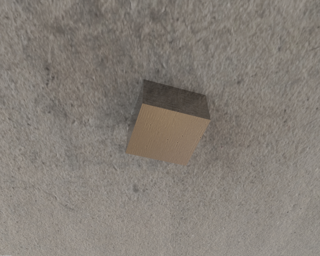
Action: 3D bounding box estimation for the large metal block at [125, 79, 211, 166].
[{"bbox_3d":[0.007,-0.005,0.387,0.081,0.050,0.079,13,129,-12],"label":"large metal block"}]
